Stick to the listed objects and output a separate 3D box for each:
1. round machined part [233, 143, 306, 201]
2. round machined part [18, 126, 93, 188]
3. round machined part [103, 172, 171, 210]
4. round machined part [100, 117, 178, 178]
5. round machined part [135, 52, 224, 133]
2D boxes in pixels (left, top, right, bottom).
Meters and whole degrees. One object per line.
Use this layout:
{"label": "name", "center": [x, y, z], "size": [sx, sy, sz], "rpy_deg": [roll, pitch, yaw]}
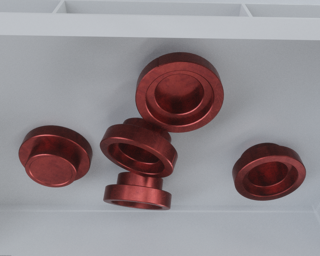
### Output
{"label": "round machined part", "center": [0.155, 0.060, 0.451], "size": [0.099, 0.042, 0.097], "rpy_deg": [-1, 130, 0]}
{"label": "round machined part", "center": [-0.148, 0.047, 0.435], "size": [0.099, 0.042, 0.097], "rpy_deg": [-1, 130, 0]}
{"label": "round machined part", "center": [-0.031, 0.093, 0.459], "size": [0.099, 0.042, 0.098], "rpy_deg": [6, 160, 2]}
{"label": "round machined part", "center": [-0.024, 0.023, 0.401], "size": [0.098, 0.042, 0.098], "rpy_deg": [16, 150, 10]}
{"label": "round machined part", "center": [0.022, -0.044, 0.361], "size": [0.099, 0.042, 0.097], "rpy_deg": [-1, 130, 0]}
